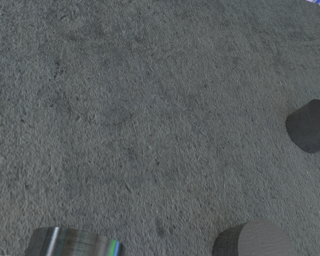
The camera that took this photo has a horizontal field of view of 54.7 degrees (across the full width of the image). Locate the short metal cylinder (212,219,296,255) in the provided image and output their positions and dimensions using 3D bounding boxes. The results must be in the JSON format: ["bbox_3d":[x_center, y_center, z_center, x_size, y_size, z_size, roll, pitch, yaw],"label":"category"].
[{"bbox_3d":[0.107,0.150,0.354,0.081,0.050,0.080,14,56,-21],"label":"short metal cylinder"}]

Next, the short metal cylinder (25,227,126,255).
[{"bbox_3d":[-0.073,0.120,0.256,0.080,0.080,0.050,20,54,-16],"label":"short metal cylinder"}]

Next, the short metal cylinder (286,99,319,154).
[{"bbox_3d":[0.266,-0.003,0.532,0.081,0.050,0.080,14,56,-21],"label":"short metal cylinder"}]
